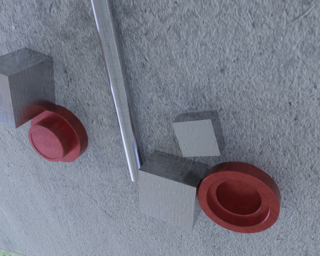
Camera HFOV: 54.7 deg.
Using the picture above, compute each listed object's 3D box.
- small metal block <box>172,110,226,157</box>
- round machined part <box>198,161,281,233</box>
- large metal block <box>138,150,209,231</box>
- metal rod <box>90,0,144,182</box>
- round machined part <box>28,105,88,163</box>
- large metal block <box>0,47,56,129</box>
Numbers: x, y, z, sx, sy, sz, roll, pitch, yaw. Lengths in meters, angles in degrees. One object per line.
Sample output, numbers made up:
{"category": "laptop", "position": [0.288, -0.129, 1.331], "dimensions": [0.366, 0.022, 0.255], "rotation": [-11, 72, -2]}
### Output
{"category": "small metal block", "position": [0.049, 0.008, 0.386], "dimensions": [0.050, 0.025, 0.050], "rotation": [-5, 116, 30]}
{"category": "round machined part", "position": [0.101, 0.082, 0.392], "dimensions": [0.098, 0.042, 0.097], "rotation": [12, 124, 19]}
{"category": "large metal block", "position": [0.018, 0.086, 0.434], "dimensions": [0.080, 0.050, 0.079], "rotation": [14, 124, 20]}
{"category": "metal rod", "position": [-0.053, -0.056, 0.399], "dimensions": [0.025, 0.025, 0.298], "rotation": [6, 121, 25]}
{"category": "round machined part", "position": [-0.168, 0.015, 0.494], "dimensions": [0.098, 0.042, 0.097], "rotation": [13, 124, 21]}
{"category": "large metal block", "position": [-0.198, -0.059, 0.439], "dimensions": [0.050, 0.080, 0.079], "rotation": [21, 126, 15]}
